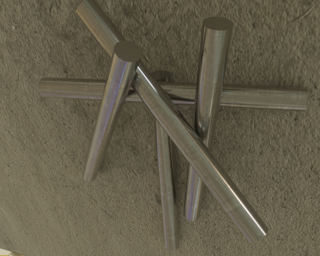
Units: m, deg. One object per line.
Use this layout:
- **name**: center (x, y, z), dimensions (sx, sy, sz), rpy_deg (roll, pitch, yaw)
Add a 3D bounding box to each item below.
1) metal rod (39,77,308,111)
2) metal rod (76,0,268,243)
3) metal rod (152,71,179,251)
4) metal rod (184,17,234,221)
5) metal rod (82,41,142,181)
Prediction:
- **metal rod**: center (0.001, -0.040, 0.350), dimensions (0.301, 0.025, 0.025), rpy_deg (4, 121, 15)
- **metal rod**: center (0.011, -0.010, 0.325), dimensions (0.025, 0.025, 0.299), rpy_deg (-39, 87, 39)
- **metal rod**: center (0.010, 0.065, 0.441), dimensions (0.025, 0.025, 0.298), rpy_deg (10, 123, 23)
- **metal rod**: center (0.047, 0.021, 0.357), dimensions (0.025, 0.025, 0.298), rpy_deg (18, 137, 18)
- **metal rod**: center (-0.073, 0.005, 0.396), dimensions (0.025, 0.025, 0.298), rpy_deg (37, 145, 3)
